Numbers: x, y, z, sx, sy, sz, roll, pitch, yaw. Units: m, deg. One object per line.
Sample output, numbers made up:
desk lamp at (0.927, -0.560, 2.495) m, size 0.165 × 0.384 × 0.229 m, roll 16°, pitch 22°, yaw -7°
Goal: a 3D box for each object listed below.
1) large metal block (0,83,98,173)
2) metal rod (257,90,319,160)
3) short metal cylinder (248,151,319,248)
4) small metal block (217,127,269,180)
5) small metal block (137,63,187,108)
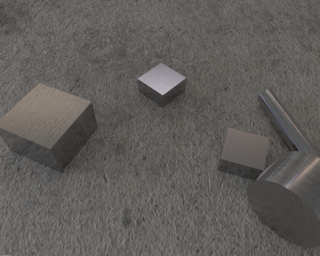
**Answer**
large metal block at (-0.138, -0.002, 0.388) m, size 0.080 × 0.050 × 0.080 m, roll 20°, pitch 53°, yaw 16°
metal rod at (0.191, 0.065, 0.349) m, size 0.025 × 0.025 × 0.300 m, roll -12°, pitch 51°, yaw -10°
short metal cylinder at (0.137, 0.070, 0.310) m, size 0.050 × 0.080 × 0.080 m, roll -35°, pitch 58°, yaw -26°
small metal block at (0.101, 0.032, 0.378) m, size 0.050 × 0.025 × 0.050 m, roll 15°, pitch 52°, yaw 12°
small metal block at (0.003, -0.064, 0.457) m, size 0.050 × 0.025 × 0.050 m, roll 36°, pitch 59°, yaw 26°
